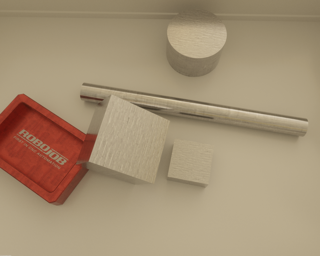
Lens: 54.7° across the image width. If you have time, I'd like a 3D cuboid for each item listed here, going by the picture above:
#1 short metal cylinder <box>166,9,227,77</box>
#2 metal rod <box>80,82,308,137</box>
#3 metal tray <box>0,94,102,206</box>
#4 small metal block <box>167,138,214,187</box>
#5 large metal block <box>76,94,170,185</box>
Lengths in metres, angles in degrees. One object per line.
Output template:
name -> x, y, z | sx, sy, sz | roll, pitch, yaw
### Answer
short metal cylinder -> 0.050, -0.120, 0.441 | 0.081, 0.050, 0.080 | 0, 70, 0
metal rod -> 0.043, -0.025, 0.419 | 0.302, 0.025, 0.025 | 9, 70, 3
metal tray -> -0.153, 0.026, 0.395 | 0.130, 0.030, 0.090 | 32, 73, 10
small metal block -> 0.039, 0.045, 0.394 | 0.050, 0.025, 0.050 | 11, 70, 3
large metal block -> -0.043, 0.017, 0.372 | 0.080, 0.050, 0.080 | 24, 69, -25
